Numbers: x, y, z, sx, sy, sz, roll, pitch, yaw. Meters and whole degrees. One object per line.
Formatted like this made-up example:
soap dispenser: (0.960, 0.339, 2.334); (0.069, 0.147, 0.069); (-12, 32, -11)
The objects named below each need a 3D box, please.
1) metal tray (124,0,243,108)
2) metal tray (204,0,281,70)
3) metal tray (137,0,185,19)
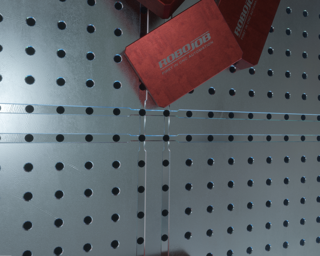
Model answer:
metal tray: (0.030, -0.097, 0.405); (0.130, 0.030, 0.090); (-33, 102, -2)
metal tray: (0.119, -0.164, 0.455); (0.090, 0.030, 0.130); (24, 82, -19)
metal tray: (-0.016, -0.207, 0.382); (0.130, 0.030, 0.090); (38, 77, 4)
